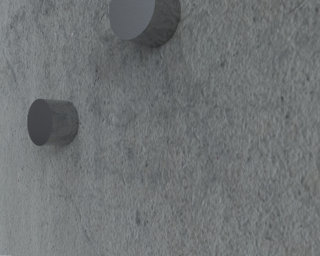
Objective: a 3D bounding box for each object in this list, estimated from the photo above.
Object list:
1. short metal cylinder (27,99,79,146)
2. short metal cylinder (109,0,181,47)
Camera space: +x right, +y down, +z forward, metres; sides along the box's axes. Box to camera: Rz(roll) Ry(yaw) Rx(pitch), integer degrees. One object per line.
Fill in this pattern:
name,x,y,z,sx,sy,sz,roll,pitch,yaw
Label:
short metal cylinder,-0.187,-0.010,0.540,0.080,0.050,0.079,0,90,39
short metal cylinder,-0.020,-0.150,0.403,0.080,0.050,0.079,0,90,39
